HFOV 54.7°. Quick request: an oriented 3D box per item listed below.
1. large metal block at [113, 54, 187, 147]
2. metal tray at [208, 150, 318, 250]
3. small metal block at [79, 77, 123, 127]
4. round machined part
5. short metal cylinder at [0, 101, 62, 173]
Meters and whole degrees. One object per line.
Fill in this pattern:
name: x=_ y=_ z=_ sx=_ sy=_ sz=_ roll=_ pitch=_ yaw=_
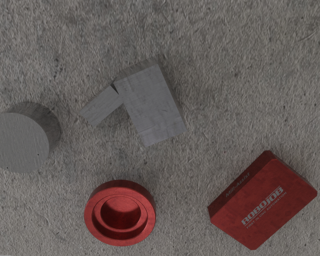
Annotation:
large metal block: x=-0.009 y=-0.036 z=0.367 sx=0.050 sy=0.080 sz=0.080 roll=-22 pitch=109 yaw=8
metal tray: x=0.145 y=0.107 z=0.448 sx=0.090 sy=0.030 sz=0.130 roll=37 pitch=106 yaw=-13
small metal block: x=-0.068 y=-0.033 z=0.384 sx=0.050 sy=0.050 sz=0.025 roll=-38 pitch=106 yaw=13
round machined part: x=-0.055 y=0.116 z=0.443 sx=0.099 sy=0.042 sz=0.097 roll=0 pitch=110 yaw=0
short metal cylinder: x=-0.175 y=0.011 z=0.399 sx=0.081 sy=0.050 sz=0.079 roll=0 pitch=110 yaw=0
